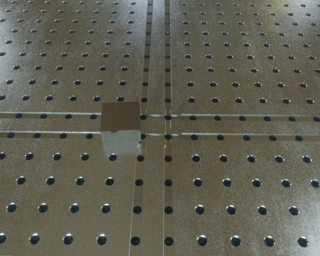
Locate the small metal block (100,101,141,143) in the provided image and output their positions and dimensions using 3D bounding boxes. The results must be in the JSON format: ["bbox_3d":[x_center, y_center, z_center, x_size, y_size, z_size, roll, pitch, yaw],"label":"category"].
[{"bbox_3d":[-0.051,-0.008,0.414,0.050,0.025,0.050,-3,50,-3],"label":"small metal block"}]
